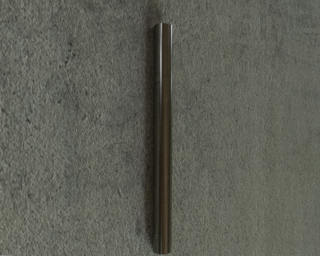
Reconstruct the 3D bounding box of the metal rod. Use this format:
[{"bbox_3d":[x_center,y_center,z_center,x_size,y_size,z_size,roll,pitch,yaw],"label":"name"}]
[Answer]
[{"bbox_3d":[0.004,0.014,0.411,0.025,0.025,0.298,0,90,-40],"label":"metal rod"}]
